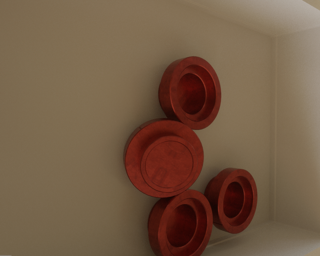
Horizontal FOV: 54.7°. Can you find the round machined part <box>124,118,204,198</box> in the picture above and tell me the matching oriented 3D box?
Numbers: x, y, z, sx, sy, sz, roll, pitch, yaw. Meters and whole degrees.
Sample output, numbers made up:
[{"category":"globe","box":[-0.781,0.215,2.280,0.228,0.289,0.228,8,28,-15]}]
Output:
[{"category":"round machined part","box":[0.007,0.039,0.374,0.099,0.042,0.097,-2,100,-12]}]

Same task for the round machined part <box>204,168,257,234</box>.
[{"category":"round machined part","box":[0.107,0.111,0.485,0.099,0.042,0.097,0,90,-40]}]

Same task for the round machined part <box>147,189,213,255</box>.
[{"category":"round machined part","box":[0.023,0.128,0.415,0.099,0.042,0.097,0,90,-40]}]

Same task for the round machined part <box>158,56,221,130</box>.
[{"category":"round machined part","box":[0.037,-0.046,0.426,0.099,0.042,0.097,0,90,-40]}]
